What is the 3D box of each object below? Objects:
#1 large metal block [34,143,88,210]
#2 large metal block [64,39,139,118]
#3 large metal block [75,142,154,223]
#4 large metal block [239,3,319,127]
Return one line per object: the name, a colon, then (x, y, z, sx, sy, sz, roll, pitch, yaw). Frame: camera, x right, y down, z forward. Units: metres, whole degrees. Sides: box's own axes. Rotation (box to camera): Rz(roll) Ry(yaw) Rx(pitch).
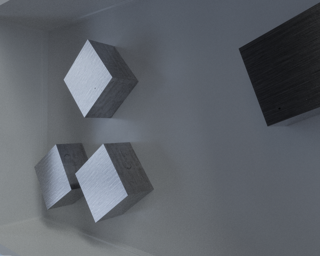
large metal block: (-0.160, 0.081, 0.523, 0.080, 0.050, 0.080, -39, 66, 33)
large metal block: (-0.090, -0.071, 0.465, 0.080, 0.050, 0.080, -49, 61, 29)
large metal block: (-0.068, 0.077, 0.447, 0.080, 0.050, 0.080, -44, 64, 31)
large metal block: (0.131, -0.052, 0.282, 0.080, 0.050, 0.080, -26, 74, 37)
